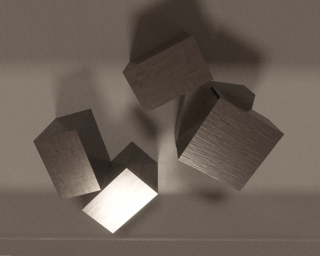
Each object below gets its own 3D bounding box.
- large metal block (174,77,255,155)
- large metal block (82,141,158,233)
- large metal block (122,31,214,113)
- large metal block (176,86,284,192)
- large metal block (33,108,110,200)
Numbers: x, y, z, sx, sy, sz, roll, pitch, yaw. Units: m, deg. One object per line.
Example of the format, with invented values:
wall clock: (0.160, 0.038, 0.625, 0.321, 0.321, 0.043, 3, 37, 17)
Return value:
large metal block: (0.065, -0.015, 0.393, 0.081, 0.050, 0.079, 7, 110, -4)
large metal block: (-0.049, 0.075, 0.409, 0.050, 0.080, 0.080, 43, 104, -14)
large metal block: (0.009, -0.067, 0.357, 0.080, 0.080, 0.050, -26, 108, 9)
large metal block: (0.074, 0.011, 0.350, 0.080, 0.050, 0.080, 28, 107, -11)
large metal block: (-0.105, 0.030, 0.392, 0.050, 0.080, 0.080, -15, 110, 5)
